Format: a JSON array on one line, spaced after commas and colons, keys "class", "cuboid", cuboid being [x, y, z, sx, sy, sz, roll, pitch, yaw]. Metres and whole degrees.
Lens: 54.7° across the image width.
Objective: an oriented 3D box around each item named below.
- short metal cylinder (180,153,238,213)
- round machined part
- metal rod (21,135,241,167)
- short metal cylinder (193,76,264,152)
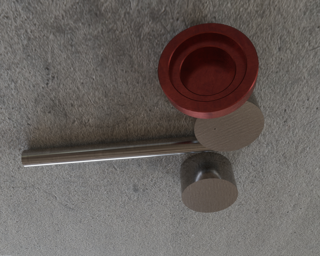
[{"class": "short metal cylinder", "cuboid": [0.071, 0.082, 0.462, 0.081, 0.050, 0.079, 0, 130, 0]}, {"class": "round machined part", "cuboid": [0.050, -0.056, 0.323, 0.098, 0.098, 0.042, -12, 161, 9]}, {"class": "metal rod", "cuboid": [-0.041, 0.030, 0.432, 0.302, 0.025, 0.025, -5, 130, 3]}, {"class": "short metal cylinder", "cuboid": [0.080, -0.017, 0.378, 0.081, 0.050, 0.079, 0, 130, 0]}]
